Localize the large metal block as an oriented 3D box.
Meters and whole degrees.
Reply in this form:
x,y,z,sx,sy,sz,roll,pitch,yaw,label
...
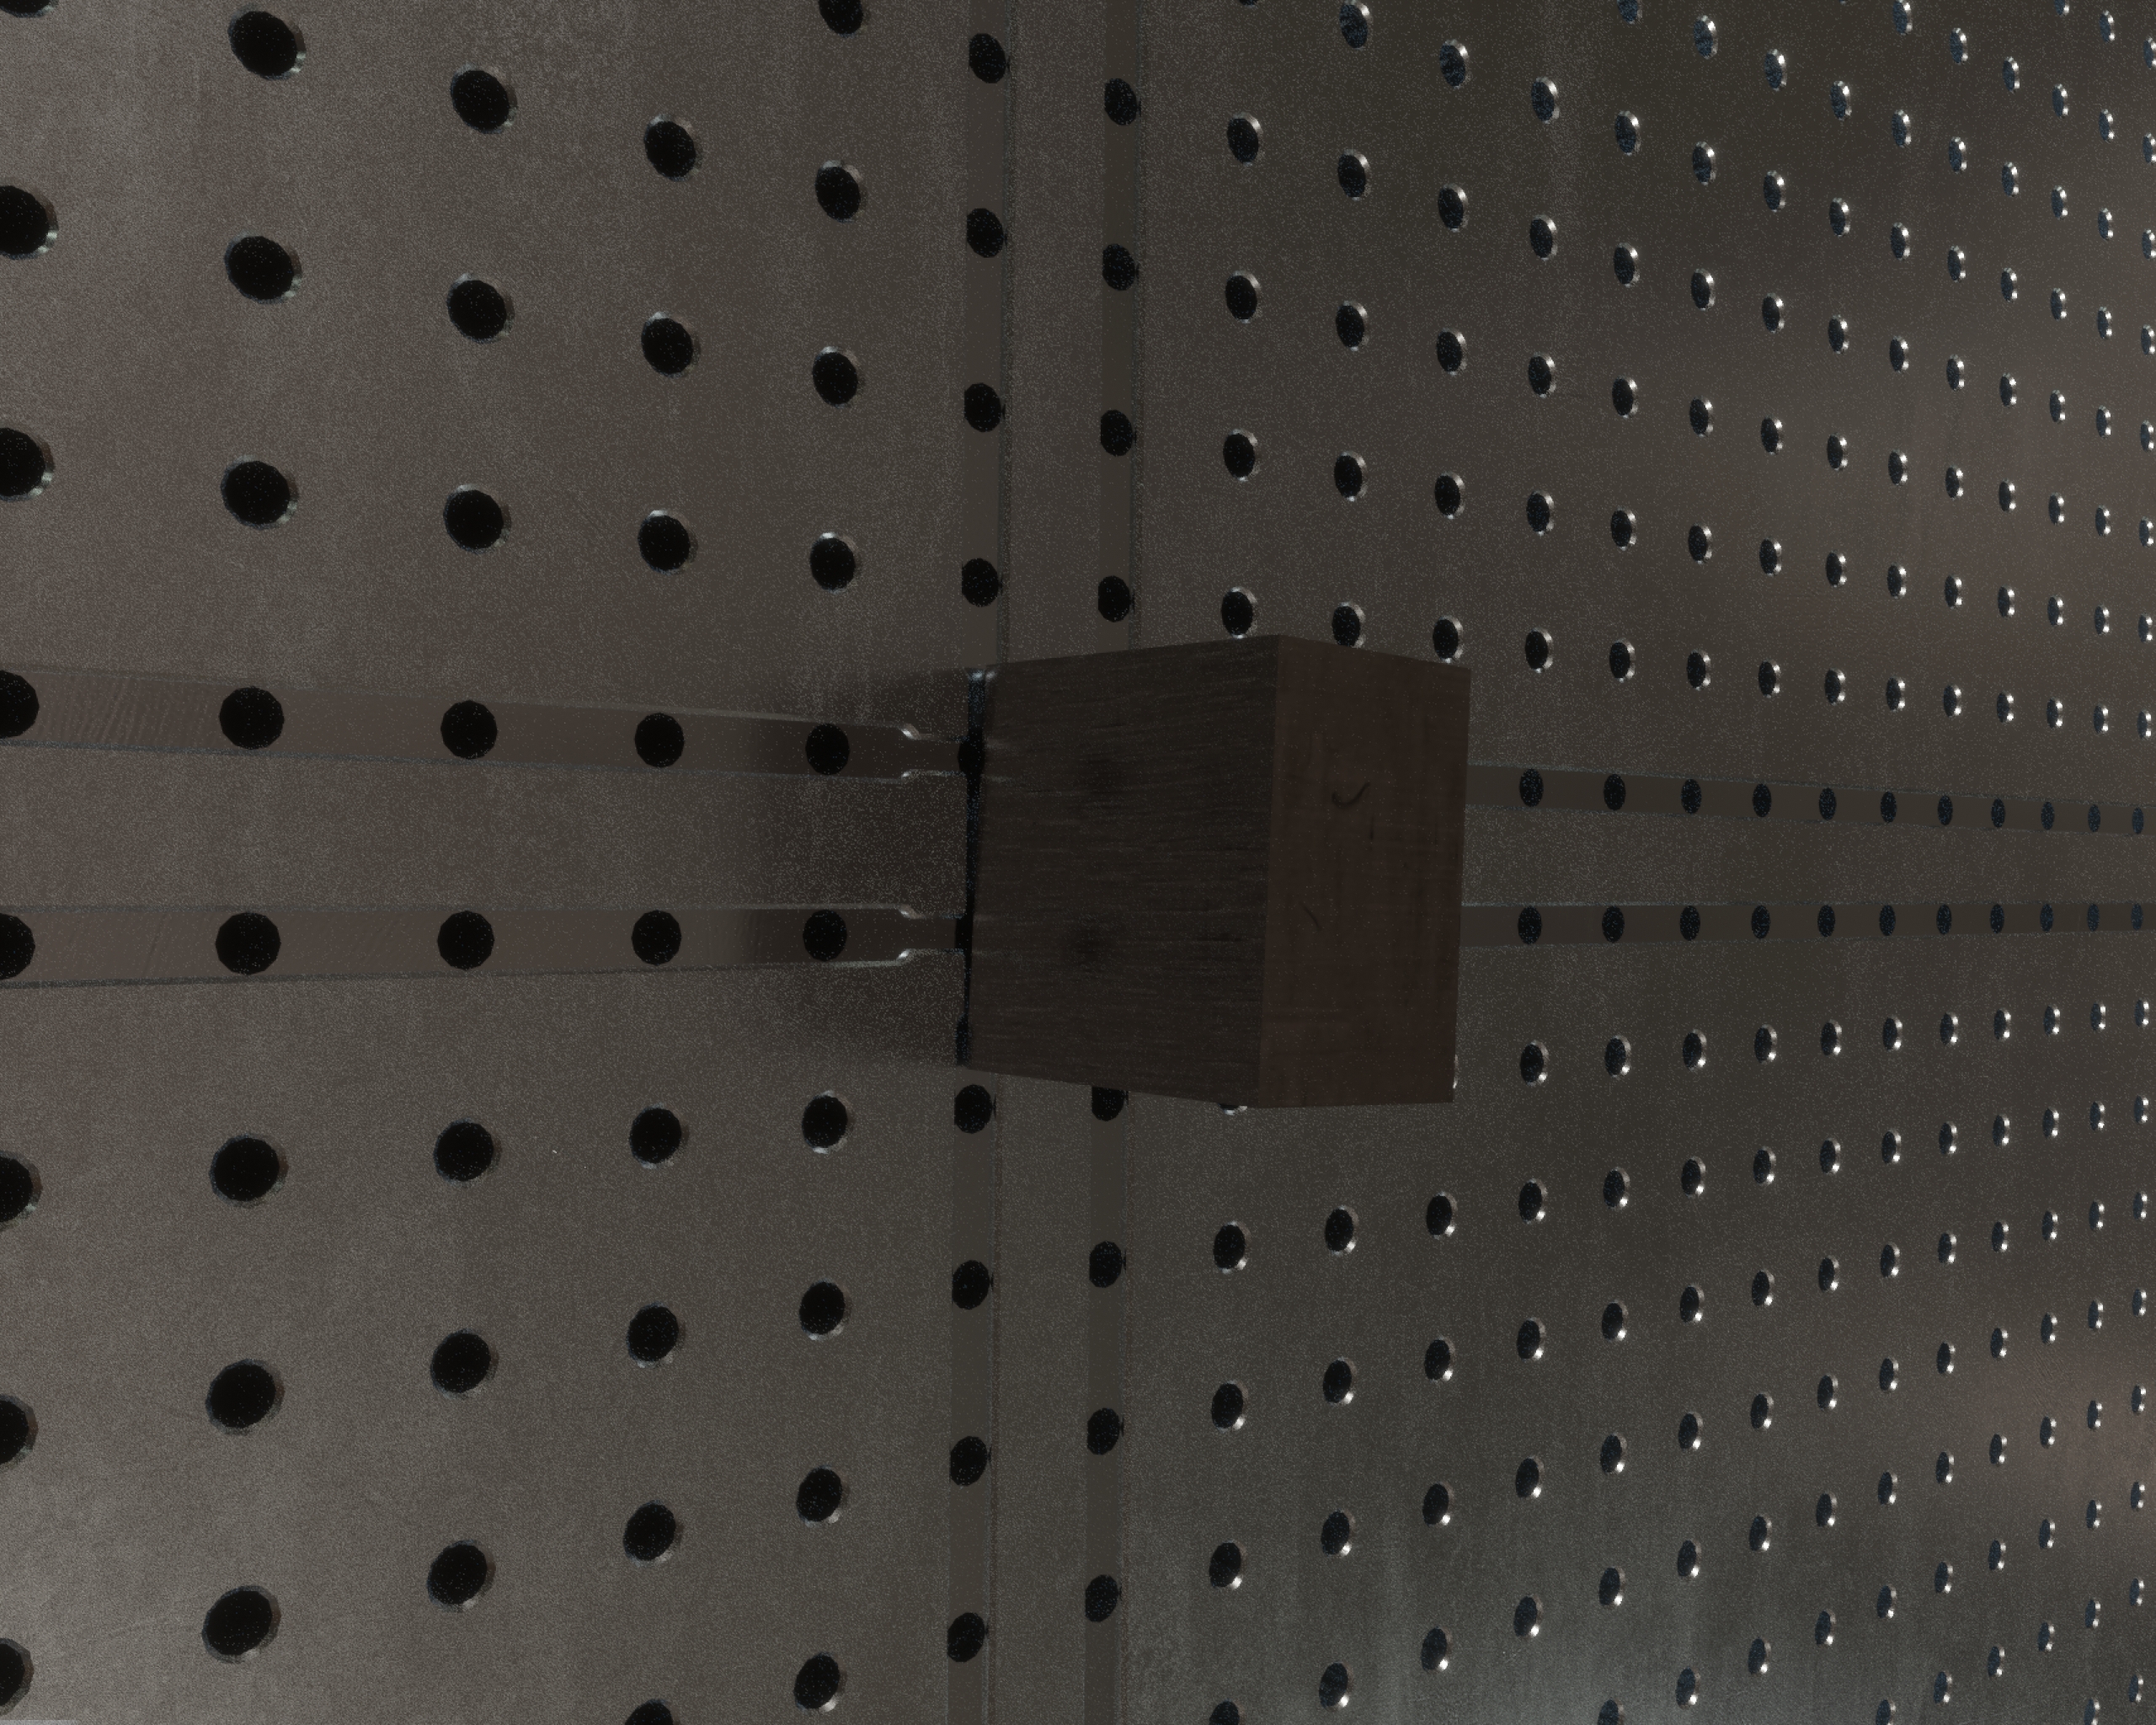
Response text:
x,y,z,sx,sy,sz,roll,pitch,yaw,label
0.025,0.002,0.395,0.050,0.080,0.080,4,87,-40,large metal block
